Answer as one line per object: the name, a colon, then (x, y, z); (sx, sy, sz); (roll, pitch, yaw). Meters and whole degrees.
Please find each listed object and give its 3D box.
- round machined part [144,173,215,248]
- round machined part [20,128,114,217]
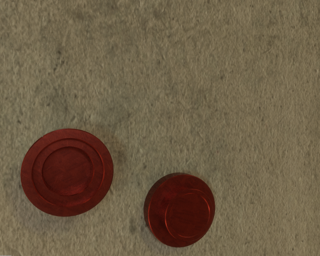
round machined part: (0.031, 0.111, 0.413); (0.099, 0.042, 0.097); (0, 90, -21)
round machined part: (-0.107, 0.049, 0.361); (0.099, 0.042, 0.097); (0, 90, -21)
